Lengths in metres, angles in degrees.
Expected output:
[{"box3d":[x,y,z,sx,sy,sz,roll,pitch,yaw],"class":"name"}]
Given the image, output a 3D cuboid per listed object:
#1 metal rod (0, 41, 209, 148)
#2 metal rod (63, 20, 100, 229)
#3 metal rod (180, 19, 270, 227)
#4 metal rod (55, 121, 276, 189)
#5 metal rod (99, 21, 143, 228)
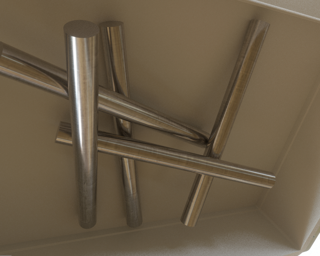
[{"box3d":[-0.031,-0.019,0.348,0.302,0.025,0.025,21,108,-47],"class":"metal rod"},{"box3d":[-0.079,0.030,0.329,0.025,0.025,0.298,-12,141,-22],"class":"metal rod"},{"box3d":[0.086,0.002,0.431,0.025,0.025,0.298,9,105,-33],"class":"metal rod"},{"box3d":[0.023,0.040,0.395,0.302,0.025,0.025,15,111,-22],"class":"metal rod"},{"box3d":[-0.044,0.019,0.397,0.025,0.025,0.298,-16,125,-20],"class":"metal rod"}]
